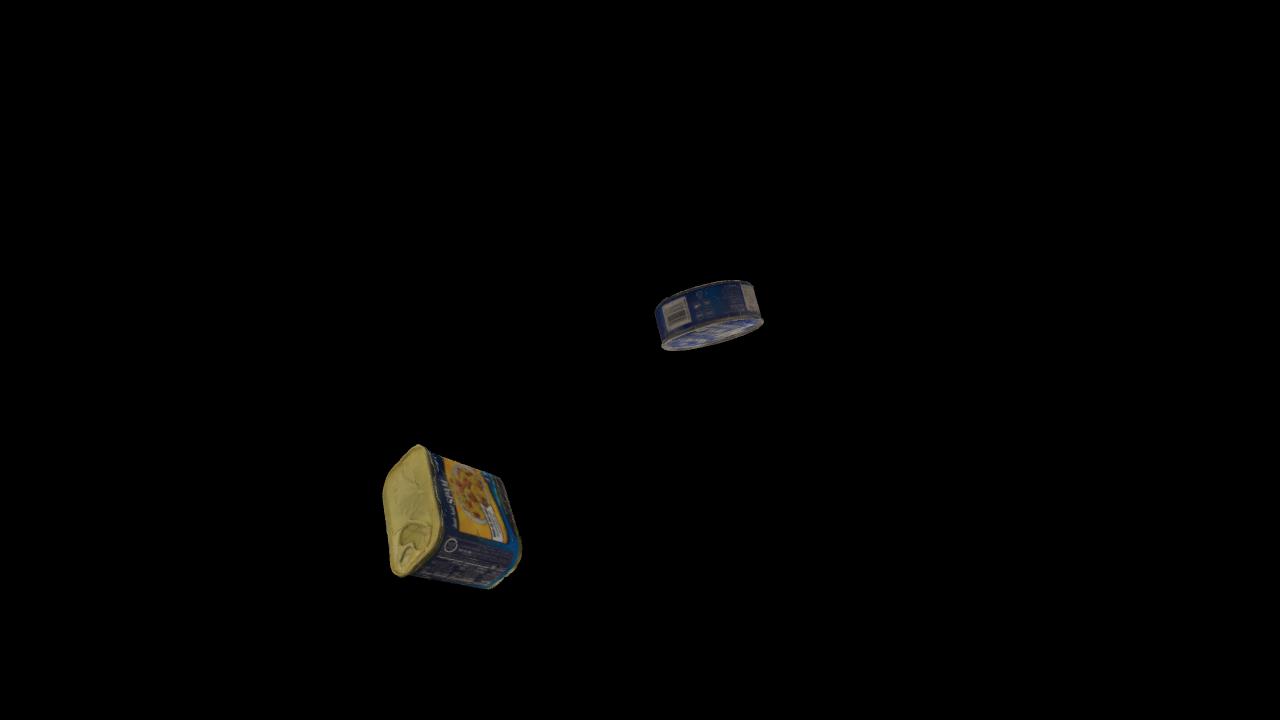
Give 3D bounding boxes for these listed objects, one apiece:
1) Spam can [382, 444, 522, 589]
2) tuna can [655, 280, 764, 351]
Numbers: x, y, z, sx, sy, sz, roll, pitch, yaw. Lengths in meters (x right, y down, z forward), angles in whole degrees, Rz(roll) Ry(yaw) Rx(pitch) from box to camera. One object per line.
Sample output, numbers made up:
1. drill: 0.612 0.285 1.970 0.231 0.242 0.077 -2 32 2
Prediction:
1. Spam can: -0.150 0.127 0.493 0.085 0.058 0.101 33 19 -44
2. tuna can: 0.054 -0.035 0.497 0.084 0.034 0.084 -13 -10 -2
